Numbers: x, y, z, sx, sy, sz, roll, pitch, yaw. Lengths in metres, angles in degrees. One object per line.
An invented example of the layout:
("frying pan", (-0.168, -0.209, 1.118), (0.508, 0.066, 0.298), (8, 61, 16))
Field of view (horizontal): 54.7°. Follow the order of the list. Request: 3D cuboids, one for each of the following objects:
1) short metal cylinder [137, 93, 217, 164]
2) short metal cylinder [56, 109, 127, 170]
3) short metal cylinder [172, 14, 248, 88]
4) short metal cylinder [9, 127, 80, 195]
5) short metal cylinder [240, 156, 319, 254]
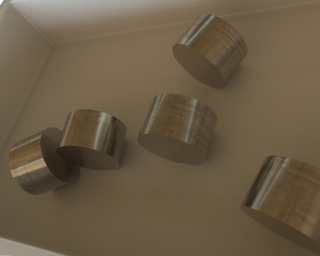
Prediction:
("short metal cylinder", (0.020, 0.003, 0.357), (0.080, 0.080, 0.050), (6, 65, 30))
("short metal cylinder", (-0.088, 0.018, 0.404), (0.080, 0.080, 0.050), (-4, 60, 26))
("short metal cylinder", (0.063, -0.097, 0.396), (0.080, 0.080, 0.050), (33, 80, 38))
("short metal cylinder", (-0.155, 0.045, 0.422), (0.050, 0.080, 0.080), (-23, 53, 14))
("short metal cylinder", (0.118, 0.066, 0.268), (0.080, 0.080, 0.050), (23, 74, 36))
